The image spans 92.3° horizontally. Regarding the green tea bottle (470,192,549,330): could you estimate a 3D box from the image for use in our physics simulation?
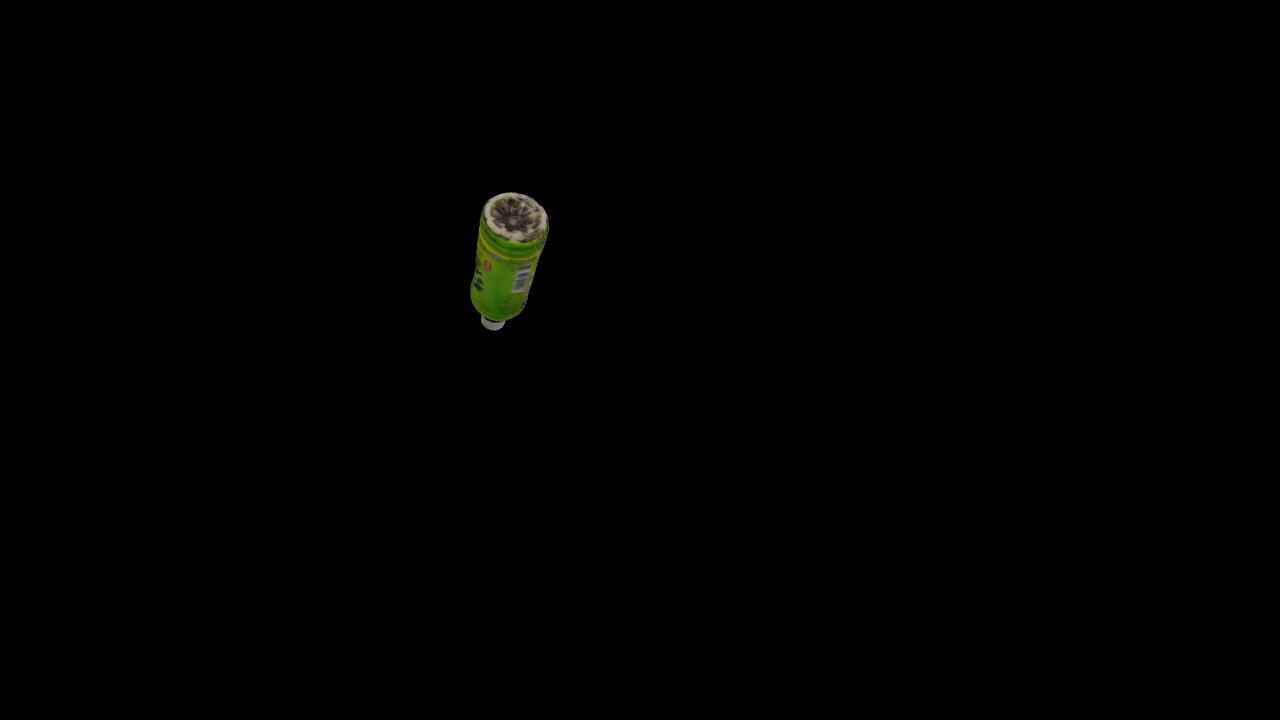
[{"bbox_3d":[-0.156,-0.097,0.706,0.073,0.073,0.212,0,-29,-21],"label":"green tea bottle"}]
